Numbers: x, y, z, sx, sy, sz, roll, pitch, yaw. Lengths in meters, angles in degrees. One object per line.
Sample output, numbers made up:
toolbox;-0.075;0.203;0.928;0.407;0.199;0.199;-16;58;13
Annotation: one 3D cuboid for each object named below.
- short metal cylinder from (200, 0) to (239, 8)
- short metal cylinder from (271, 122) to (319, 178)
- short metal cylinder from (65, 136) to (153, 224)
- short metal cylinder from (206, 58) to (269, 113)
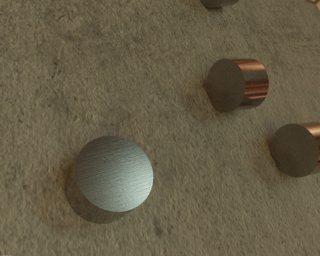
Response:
short metal cylinder;0.118;-0.280;0.605;0.050;0.080;0.080;-23;74;-37
short metal cylinder;0.218;0.032;0.470;0.050;0.080;0.080;-5;64;-31
short metal cylinder;-0.054;0.055;0.326;0.081;0.050;0.080;14;56;-21
short metal cylinder;0.117;-0.066;0.474;0.050;0.080;0.080;-9;67;-32
